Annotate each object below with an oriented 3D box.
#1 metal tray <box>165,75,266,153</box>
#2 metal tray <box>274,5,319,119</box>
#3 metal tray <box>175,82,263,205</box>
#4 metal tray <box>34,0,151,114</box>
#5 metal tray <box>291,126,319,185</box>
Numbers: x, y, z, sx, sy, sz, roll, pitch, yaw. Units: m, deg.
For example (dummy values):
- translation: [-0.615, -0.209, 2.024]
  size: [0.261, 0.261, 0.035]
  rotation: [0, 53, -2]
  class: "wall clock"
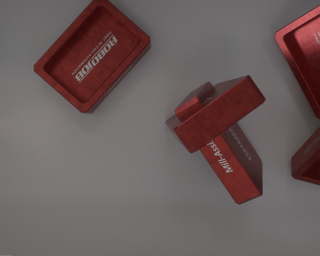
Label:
- translation: [0.055, -0.018, 0.358]
  size: [0.090, 0.130, 0.030]
  rotation: [-36, 95, 0]
  class: "metal tray"
- translation: [0.213, -0.084, 0.380]
  size: [0.030, 0.090, 0.130]
  rotation: [-28, 90, -38]
  class: "metal tray"
- translation: [0.075, 0.014, 0.370]
  size: [0.030, 0.090, 0.130]
  rotation: [-31, 97, 25]
  class: "metal tray"
- translation: [-0.086, -0.094, 0.407]
  size: [0.090, 0.030, 0.130]
  rotation: [42, 90, 0]
  class: "metal tray"
- translation: [0.224, 0.029, 0.361]
  size: [0.090, 0.129, 0.030]
  rotation: [14, 55, 4]
  class: "metal tray"
